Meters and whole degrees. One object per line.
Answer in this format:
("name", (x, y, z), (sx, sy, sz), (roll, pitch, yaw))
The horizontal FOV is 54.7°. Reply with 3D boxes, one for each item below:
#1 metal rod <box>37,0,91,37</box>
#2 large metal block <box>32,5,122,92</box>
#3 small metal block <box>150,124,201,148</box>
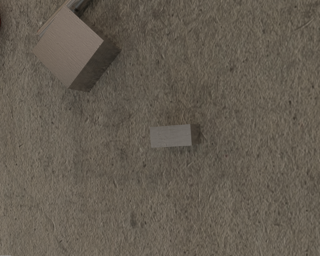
("metal rod", (-0.064, -0.231, 0.430), (0.300, 0.025, 0.025), (-40, 78, 15))
("large metal block", (-0.116, -0.109, 0.435), (0.080, 0.050, 0.080), (44, 103, 14))
("small metal block", (0.021, 0.009, 0.388), (0.050, 0.050, 0.025), (-4, 89, 19))
